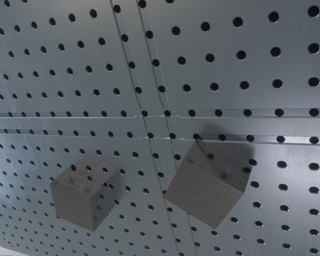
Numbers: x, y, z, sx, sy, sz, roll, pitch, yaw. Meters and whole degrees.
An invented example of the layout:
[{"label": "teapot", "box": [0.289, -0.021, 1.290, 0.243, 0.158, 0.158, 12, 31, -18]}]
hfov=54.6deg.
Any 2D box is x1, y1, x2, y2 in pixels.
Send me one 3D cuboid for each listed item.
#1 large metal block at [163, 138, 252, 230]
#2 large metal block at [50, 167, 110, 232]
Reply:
[{"label": "large metal block", "box": [0.061, 0.073, 0.408, 0.080, 0.050, 0.079, 30, 128, 9]}, {"label": "large metal block", "box": [-0.139, 0.125, 0.547, 0.080, 0.050, 0.079, 15, 125, 19]}]
